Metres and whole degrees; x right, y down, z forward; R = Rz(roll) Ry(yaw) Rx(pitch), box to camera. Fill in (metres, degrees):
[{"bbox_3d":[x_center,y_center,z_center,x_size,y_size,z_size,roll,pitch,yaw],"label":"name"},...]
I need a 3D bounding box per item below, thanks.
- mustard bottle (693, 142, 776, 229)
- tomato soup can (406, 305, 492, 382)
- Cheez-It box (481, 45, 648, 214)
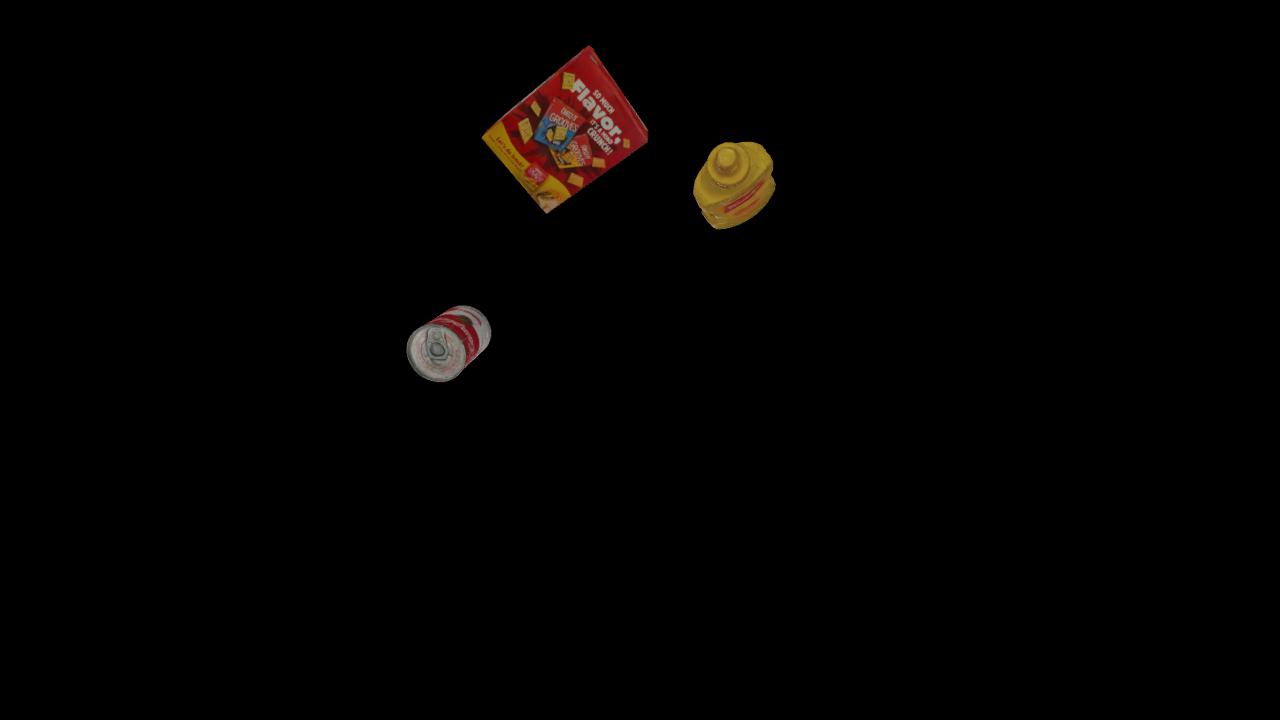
[{"bbox_3d":[0.101,-0.194,0.668,0.092,0.054,0.184,-26,-5,12],"label":"mustard bottle"},{"bbox_3d":[-0.220,-0.022,0.723,0.068,0.068,0.101,0,17,4],"label":"tomato soup can"},{"bbox_3d":[-0.121,-0.373,1.015,0.223,0.166,0.071,-30,30,22],"label":"Cheez-It box"}]
